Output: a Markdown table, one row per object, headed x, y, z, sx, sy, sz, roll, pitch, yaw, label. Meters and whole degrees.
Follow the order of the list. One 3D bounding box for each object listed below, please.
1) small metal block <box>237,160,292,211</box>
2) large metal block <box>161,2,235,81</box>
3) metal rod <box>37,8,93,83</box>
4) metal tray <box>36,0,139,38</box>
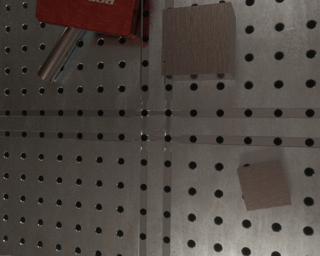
| x | y | z | sx | sy | sz | roll | pitch | yaw | label |
| --- | --- | --- | --- | --- | --- | --- | --- | --- | --- |
| 0.124 | 0.068 | 0.369 | 0.050 | 0.025 | 0.050 | -15 | 85 | 19 | small metal block |
| 0.049 | -0.102 | 0.382 | 0.080 | 0.050 | 0.079 | 1 | 91 | 19 | large metal block |
| -0.088 | -0.194 | 0.442 | 0.025 | 0.025 | 0.299 | 40 | 102 | 15 | metal rod |
| -0.094 | -0.178 | 0.417 | 0.131 | 0.030 | 0.089 | 11 | 102 | 3 | metal tray |
